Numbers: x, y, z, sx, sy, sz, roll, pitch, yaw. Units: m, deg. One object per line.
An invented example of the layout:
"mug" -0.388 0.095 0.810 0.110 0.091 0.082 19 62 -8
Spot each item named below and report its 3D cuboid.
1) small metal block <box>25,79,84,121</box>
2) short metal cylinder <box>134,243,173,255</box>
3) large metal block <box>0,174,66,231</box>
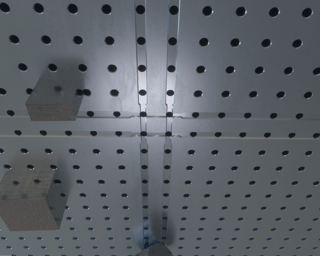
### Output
"small metal block" -0.122 -0.034 0.366 0.050 0.050 0.025 0 130 0
"short metal cylinder" -0.012 0.276 0.611 0.080 0.080 0.050 37 121 -27
"large metal block" -0.205 0.120 0.496 0.080 0.050 0.079 -2 130 1
